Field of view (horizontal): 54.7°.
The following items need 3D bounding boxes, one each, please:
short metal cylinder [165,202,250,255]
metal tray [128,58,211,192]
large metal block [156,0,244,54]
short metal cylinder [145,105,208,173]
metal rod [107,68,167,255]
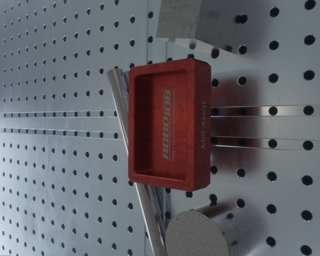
[{"bbox_3d":[0.053,0.128,0.349,0.080,0.050,0.079,0,90,40],"label":"short metal cylinder"},{"bbox_3d":[0.008,-0.004,0.334,0.090,0.030,0.129,1,90,39],"label":"metal tray"},{"bbox_3d":[0.046,-0.129,0.335,0.050,0.081,0.079,15,100,39],"label":"large metal block"},{"bbox_3d":[0.014,0.012,0.382,0.080,0.050,0.079,0,90,40],"label":"short metal cylinder"},{"bbox_3d":[-0.028,0.056,0.431,0.025,0.025,0.299,-26,74,37],"label":"metal rod"}]
